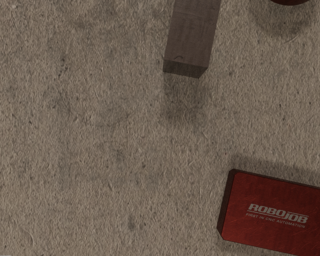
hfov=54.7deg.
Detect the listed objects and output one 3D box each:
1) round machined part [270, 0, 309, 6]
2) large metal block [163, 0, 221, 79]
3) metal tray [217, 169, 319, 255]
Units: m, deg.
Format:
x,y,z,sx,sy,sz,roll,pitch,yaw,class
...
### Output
x,y,z,sx,sy,sz,roll,pitch,yaw,class
0.169,-0.208,0.404,0.099,0.042,0.097,0,90,-1,round machined part
0.036,-0.111,0.383,0.050,0.080,0.080,11,90,0,large metal block
0.150,0.112,0.410,0.131,0.030,0.089,12,90,-1,metal tray
